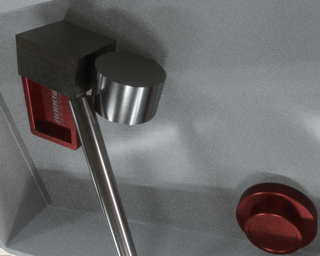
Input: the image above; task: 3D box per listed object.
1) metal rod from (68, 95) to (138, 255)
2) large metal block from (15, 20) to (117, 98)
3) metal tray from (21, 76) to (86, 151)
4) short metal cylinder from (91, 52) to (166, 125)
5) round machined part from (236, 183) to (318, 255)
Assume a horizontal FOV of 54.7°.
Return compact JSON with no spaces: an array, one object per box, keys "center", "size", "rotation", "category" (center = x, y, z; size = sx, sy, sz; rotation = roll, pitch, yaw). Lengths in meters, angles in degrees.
[{"center":[-0.055,0.107,0.376],"size":[0.025,0.025,0.298],"rotation":[-6,106,30],"category":"metal rod"},{"center":[-0.111,-0.086,0.377],"size":[0.080,0.080,0.050],"rotation":[24,127,13],"category":"large metal block"},{"center":[-0.155,-0.037,0.461],"size":[0.090,0.030,0.129],"rotation":[18,126,17],"category":"metal tray"},{"center":[-0.038,-0.048,0.362],"size":[0.080,0.080,0.050],"rotation":[25,127,12],"category":"short metal cylinder"},{"center":[0.146,0.122,0.396],"size":[0.098,0.042,0.097],"rotation":[13,124,20],"category":"round machined part"}]
